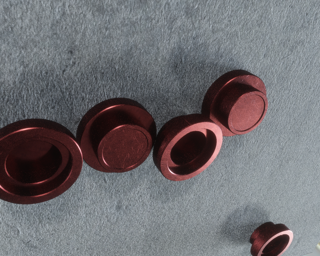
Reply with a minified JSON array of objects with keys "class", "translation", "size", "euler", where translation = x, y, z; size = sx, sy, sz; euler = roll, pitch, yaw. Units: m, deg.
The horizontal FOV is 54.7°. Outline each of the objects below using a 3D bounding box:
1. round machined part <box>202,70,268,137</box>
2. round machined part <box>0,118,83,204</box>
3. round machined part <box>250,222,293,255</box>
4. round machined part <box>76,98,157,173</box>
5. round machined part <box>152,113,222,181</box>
[{"class":"round machined part","translation":[0.112,-0.029,0.439],"size":[0.099,0.042,0.097],"euler":[-14,124,-21]},{"class":"round machined part","translation":[-0.139,0.032,0.340],"size":[0.099,0.042,0.097],"euler":[-14,124,-21]},{"class":"round machined part","translation":[0.237,0.245,0.677],"size":[0.099,0.042,0.097],"euler":[-14,124,-21]},{"class":"round machined part","translation":[-0.048,0.016,0.379],"size":[0.099,0.042,0.097],"euler":[-14,124,-21]},{"class":"round machined part","translation":[0.033,0.021,0.423],"size":[0.099,0.042,0.097],"euler":[-18,131,-22]}]
